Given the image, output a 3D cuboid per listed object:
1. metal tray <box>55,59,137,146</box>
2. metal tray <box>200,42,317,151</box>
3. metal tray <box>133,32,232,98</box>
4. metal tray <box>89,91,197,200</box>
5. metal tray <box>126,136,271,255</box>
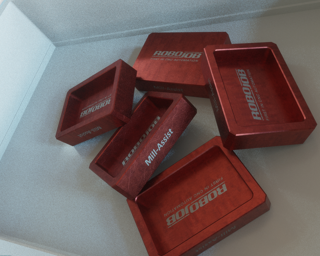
[{"bbox_3d":[-0.093,-0.034,0.446,0.130,0.030,0.090,-20,52,37],"label":"metal tray"},{"bbox_3d":[0.104,-0.041,0.348,0.091,0.030,0.130,-5,55,-6],"label":"metal tray"},{"bbox_3d":[0.028,-0.093,0.444,0.130,0.030,0.090,10,67,32],"label":"metal tray"},{"bbox_3d":[-0.023,0.014,0.380,0.130,0.030,0.090,-53,29,-12],"label":"metal tray"},{"bbox_3d":[0.037,0.079,0.333,0.130,0.030,0.090,-34,52,5],"label":"metal tray"}]
